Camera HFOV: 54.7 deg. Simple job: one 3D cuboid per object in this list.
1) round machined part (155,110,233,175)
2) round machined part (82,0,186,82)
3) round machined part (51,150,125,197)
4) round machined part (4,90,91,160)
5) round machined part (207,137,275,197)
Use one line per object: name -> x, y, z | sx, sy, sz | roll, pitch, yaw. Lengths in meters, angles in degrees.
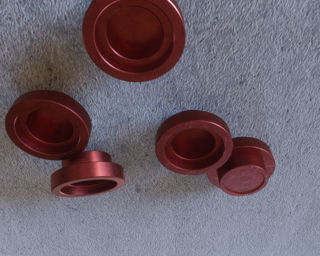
round machined part -> 0.043, 0.015, 0.409 | 0.099, 0.042, 0.097 | 0, 130, 0
round machined part -> -0.025, -0.098, 0.312 | 0.099, 0.042, 0.097 | 0, 130, 0
round machined part -> -0.100, 0.063, 0.432 | 0.099, 0.042, 0.098 | -10, 157, -4
round machined part -> -0.135, -0.008, 0.388 | 0.099, 0.042, 0.097 | 0, 130, 0
round machined part -> 0.118, 0.062, 0.450 | 0.099, 0.042, 0.097 | 0, 130, 0
